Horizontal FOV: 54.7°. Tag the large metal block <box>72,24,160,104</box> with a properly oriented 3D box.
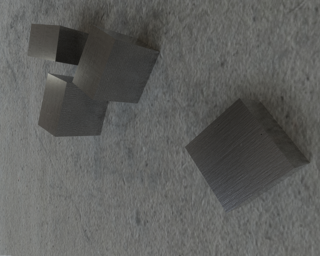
[{"bbox_3d":[-0.058,-0.082,0.415,0.050,0.081,0.079,39,113,33],"label":"large metal block"}]

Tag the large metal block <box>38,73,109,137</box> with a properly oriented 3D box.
[{"bbox_3d":[-0.129,-0.034,0.473,0.050,0.081,0.079,26,106,37],"label":"large metal block"}]

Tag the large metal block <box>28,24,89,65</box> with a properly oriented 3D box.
[{"bbox_3d":[-0.147,-0.128,0.488,0.080,0.081,0.050,18,101,38],"label":"large metal block"}]

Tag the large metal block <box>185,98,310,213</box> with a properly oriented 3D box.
[{"bbox_3d":[0.086,0.027,0.317,0.080,0.050,0.080,-45,63,30],"label":"large metal block"}]
